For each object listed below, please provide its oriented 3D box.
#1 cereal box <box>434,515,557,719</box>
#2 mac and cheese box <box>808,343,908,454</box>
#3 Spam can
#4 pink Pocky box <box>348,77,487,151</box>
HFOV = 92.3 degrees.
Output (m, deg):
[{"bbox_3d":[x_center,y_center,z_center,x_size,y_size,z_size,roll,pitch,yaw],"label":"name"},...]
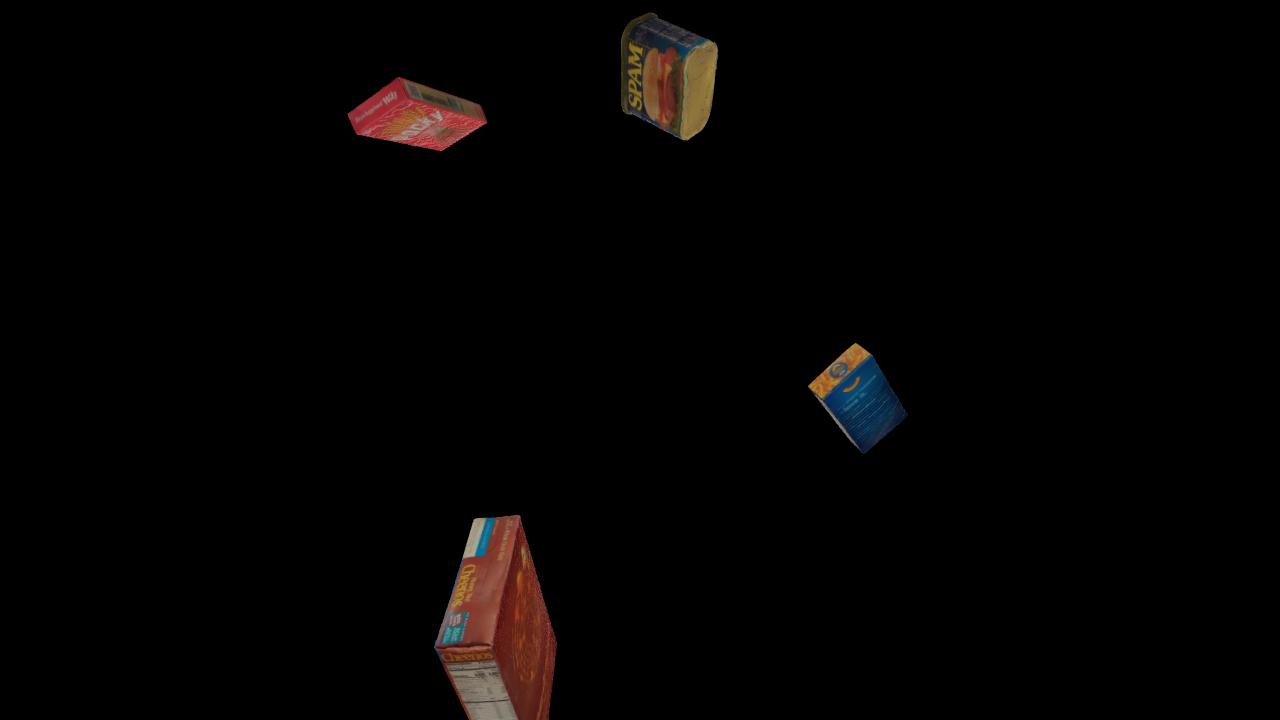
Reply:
[{"bbox_3d":[-0.187,0.397,0.862,0.081,0.306,0.203,-6,33,3],"label":"cereal box"},{"bbox_3d":[0.323,0.061,0.903,0.184,0.093,0.041,43,7,-41],"label":"mac and cheese box"},{"bbox_3d":[0.030,-0.293,0.642,0.085,0.101,0.058,36,60,24],"label":"Spam can"},{"bbox_3d":[-0.263,-0.292,0.744,0.084,0.029,0.155,-21,3,22],"label":"pink Pocky box"}]
